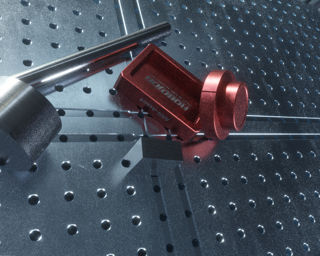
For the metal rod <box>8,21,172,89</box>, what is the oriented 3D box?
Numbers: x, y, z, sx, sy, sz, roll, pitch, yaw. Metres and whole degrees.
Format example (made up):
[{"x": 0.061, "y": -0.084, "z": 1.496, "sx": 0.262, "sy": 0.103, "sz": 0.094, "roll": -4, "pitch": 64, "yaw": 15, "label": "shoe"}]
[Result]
[{"x": -0.088, "y": -0.098, "z": 0.421, "sx": 0.302, "sy": 0.025, "sz": 0.025, "roll": -34, "pitch": 81, "yaw": -38, "label": "metal rod"}]

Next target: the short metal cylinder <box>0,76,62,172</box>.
[{"x": -0.144, "y": -0.003, "z": 0.297, "sx": 0.080, "sy": 0.080, "sz": 0.050, "roll": 33, "pitch": 51, "yaw": -8, "label": "short metal cylinder"}]

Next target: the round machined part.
[{"x": 0.094, "y": -0.032, "z": 0.433, "sx": 0.042, "sy": 0.098, "sz": 0.098, "roll": 8, "pitch": 44, "yaw": 29, "label": "round machined part"}]

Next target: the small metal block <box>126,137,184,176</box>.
[{"x": -0.008, "y": 0.036, "z": 0.368, "sx": 0.050, "sy": 0.050, "sz": 0.025, "roll": 8, "pitch": 59, "yaw": -25, "label": "small metal block"}]

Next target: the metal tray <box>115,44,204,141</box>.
[{"x": 0.013, "y": -0.053, "z": 0.445, "sx": 0.130, "sy": 0.030, "sz": 0.090, "roll": 38, "pitch": 51, "yaw": -3, "label": "metal tray"}]
